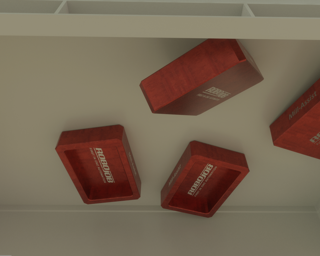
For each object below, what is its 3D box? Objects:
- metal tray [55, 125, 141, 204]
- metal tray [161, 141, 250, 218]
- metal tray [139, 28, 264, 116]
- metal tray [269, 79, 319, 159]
[{"bbox_3d":[-0.084,0.058,0.453,0.090,0.030,0.129,-7,130,6],"label":"metal tray"},{"bbox_3d":[0.064,0.083,0.476,0.091,0.030,0.129,15,129,-13],"label":"metal tray"},{"bbox_3d":[0.049,-0.047,0.312,0.090,0.030,0.131,-29,169,22],"label":"metal tray"},{"bbox_3d":[0.212,-0.014,0.380,0.091,0.030,0.129,16,139,-14],"label":"metal tray"}]
